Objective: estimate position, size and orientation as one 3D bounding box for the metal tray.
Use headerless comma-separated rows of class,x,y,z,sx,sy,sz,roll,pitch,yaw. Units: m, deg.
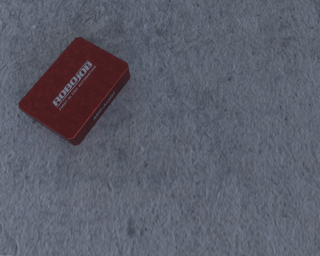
metal tray,-0.113,-0.053,0.424,0.090,0.030,0.130,31,73,10
